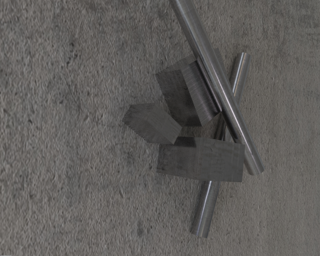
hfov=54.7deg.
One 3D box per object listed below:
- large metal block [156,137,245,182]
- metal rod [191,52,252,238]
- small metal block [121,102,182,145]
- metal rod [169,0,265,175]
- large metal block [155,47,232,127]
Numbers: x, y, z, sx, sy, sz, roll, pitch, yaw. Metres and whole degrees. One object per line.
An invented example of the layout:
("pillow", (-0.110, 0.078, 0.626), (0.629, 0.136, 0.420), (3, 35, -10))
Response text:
("large metal block", (0.054, 0.041, 0.414), (0.081, 0.080, 0.050), (10, 84, -40))
("metal rod", (0.100, 0.018, 0.487), (0.025, 0.025, 0.299), (27, 73, -37))
("small metal block", (-0.010, -0.005, 0.380), (0.050, 0.050, 0.025), (42, 65, -32))
("metal rod", (0.075, -0.059, 0.401), (0.025, 0.025, 0.299), (-44, 116, -31))
("large metal block", (0.051, -0.056, 0.431), (0.081, 0.050, 0.080), (-35, 112, -34))
